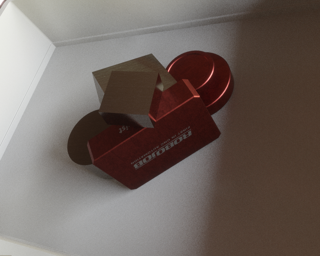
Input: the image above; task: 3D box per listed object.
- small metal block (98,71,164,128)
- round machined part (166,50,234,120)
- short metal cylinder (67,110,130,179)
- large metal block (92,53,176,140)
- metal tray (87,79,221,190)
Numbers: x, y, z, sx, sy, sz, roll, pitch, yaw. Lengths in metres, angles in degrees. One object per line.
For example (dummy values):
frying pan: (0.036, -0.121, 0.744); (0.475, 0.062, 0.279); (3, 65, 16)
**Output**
small metal block: (-0.028, -0.029, 0.313); (0.050, 0.025, 0.050); (4, 62, 15)
round machined part: (0.044, -0.063, 0.407); (0.098, 0.042, 0.098); (-13, 56, 20)
short metal cylinder: (-0.074, 0.022, 0.411); (0.080, 0.050, 0.080); (-13, 56, 20)
large metal block: (-0.027, -0.039, 0.379); (0.081, 0.050, 0.080); (-22, 49, -16)
metal tray: (-0.003, 0.013, 0.354); (0.130, 0.090, 0.030); (-33, 51, 6)
